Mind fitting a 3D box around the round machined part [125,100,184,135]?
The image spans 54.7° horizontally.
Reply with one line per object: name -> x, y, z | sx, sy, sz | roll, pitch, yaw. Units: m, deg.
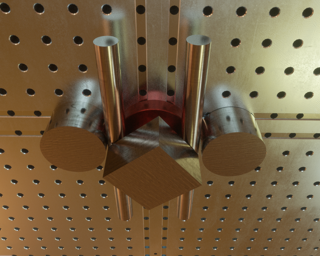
round machined part -> -0.008, 0.014, 0.413 | 0.099, 0.042, 0.097 | 0, 130, 0

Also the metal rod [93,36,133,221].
metal rod -> -0.055, 0.027, 0.406 | 0.025, 0.025, 0.298 | 0, 130, 0

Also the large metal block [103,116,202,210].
large metal block -> -0.008, 0.045, 0.371 | 0.080, 0.050, 0.080 | -31, 124, 23

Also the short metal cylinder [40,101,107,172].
short metal cylinder -> -0.108, 0.012, 0.404 | 0.081, 0.050, 0.079 | 0, 130, 0

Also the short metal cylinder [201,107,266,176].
short metal cylinder -> 0.094, 0.019, 0.411 | 0.081, 0.050, 0.079 | 0, 130, 0

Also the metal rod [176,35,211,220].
metal rod -> 0.039, 0.025, 0.406 | 0.025, 0.025, 0.298 | 0, 130, 0
